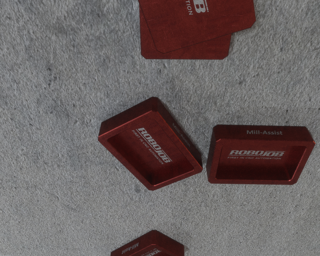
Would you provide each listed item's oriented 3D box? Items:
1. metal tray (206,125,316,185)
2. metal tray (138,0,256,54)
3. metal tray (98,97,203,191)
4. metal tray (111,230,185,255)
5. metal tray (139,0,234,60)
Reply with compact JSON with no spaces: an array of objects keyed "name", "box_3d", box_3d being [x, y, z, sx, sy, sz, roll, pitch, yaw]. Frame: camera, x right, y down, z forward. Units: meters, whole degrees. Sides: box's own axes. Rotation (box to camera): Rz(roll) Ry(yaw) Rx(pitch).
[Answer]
[{"name":"metal tray","box_3d":[0.137,0.040,0.438,0.131,0.030,0.089,1,130,-2]},{"name":"metal tray","box_3d":[0.021,-0.134,0.250,0.090,0.030,0.130,-14,129,11]},{"name":"metal tray","box_3d":[-0.010,0.028,0.426,0.090,0.030,0.130,-25,126,20]},{"name":"metal tray","box_3d":[-0.027,0.259,0.623,0.130,0.030,0.090,-36,122,26]},{"name":"metal tray","box_3d":[0.026,-0.130,0.293,0.091,0.030,0.129,0,130,-1]}]
